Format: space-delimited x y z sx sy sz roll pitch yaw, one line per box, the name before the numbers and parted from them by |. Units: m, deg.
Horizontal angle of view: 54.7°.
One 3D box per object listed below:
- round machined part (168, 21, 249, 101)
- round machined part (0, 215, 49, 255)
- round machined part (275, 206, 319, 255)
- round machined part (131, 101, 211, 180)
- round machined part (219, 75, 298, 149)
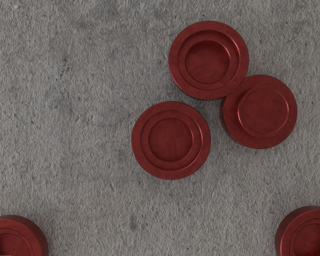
round machined part | 0.061 -0.083 0.400 0.099 0.042 0.097 0 88 3
round machined part | -0.192 0.160 0.400 0.099 0.042 0.097 0 90 0
round machined part | 0.198 0.149 0.403 0.099 0.042 0.097 0 90 0
round machined part | 0.014 0.015 0.401 0.099 0.042 0.097 0 90 0
round machined part | 0.130 -0.021 0.402 0.099 0.042 0.097 0 90 0
